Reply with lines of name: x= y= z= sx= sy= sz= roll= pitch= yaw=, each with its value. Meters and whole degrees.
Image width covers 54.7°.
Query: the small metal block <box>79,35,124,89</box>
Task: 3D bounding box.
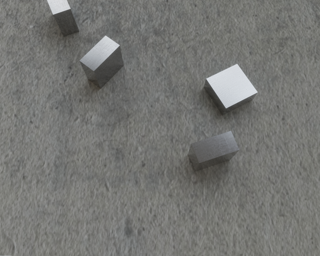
small metal block: x=-0.078 y=-0.089 z=0.427 sx=0.025 sy=0.050 sz=0.050 roll=37 pitch=74 yaw=12

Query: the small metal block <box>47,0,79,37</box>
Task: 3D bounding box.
small metal block: x=-0.145 y=-0.173 z=0.456 sx=0.025 sy=0.050 sz=0.050 roll=-23 pitch=72 yaw=-8

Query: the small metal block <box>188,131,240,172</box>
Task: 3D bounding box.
small metal block: x=0.065 y=0.030 z=0.385 sx=0.050 sy=0.050 sz=0.025 roll=-17 pitch=71 yaw=-7

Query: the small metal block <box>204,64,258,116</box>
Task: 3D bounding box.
small metal block: x=0.097 y=-0.053 z=0.429 sx=0.050 sy=0.025 sz=0.050 roll=-27 pitch=73 yaw=-10
